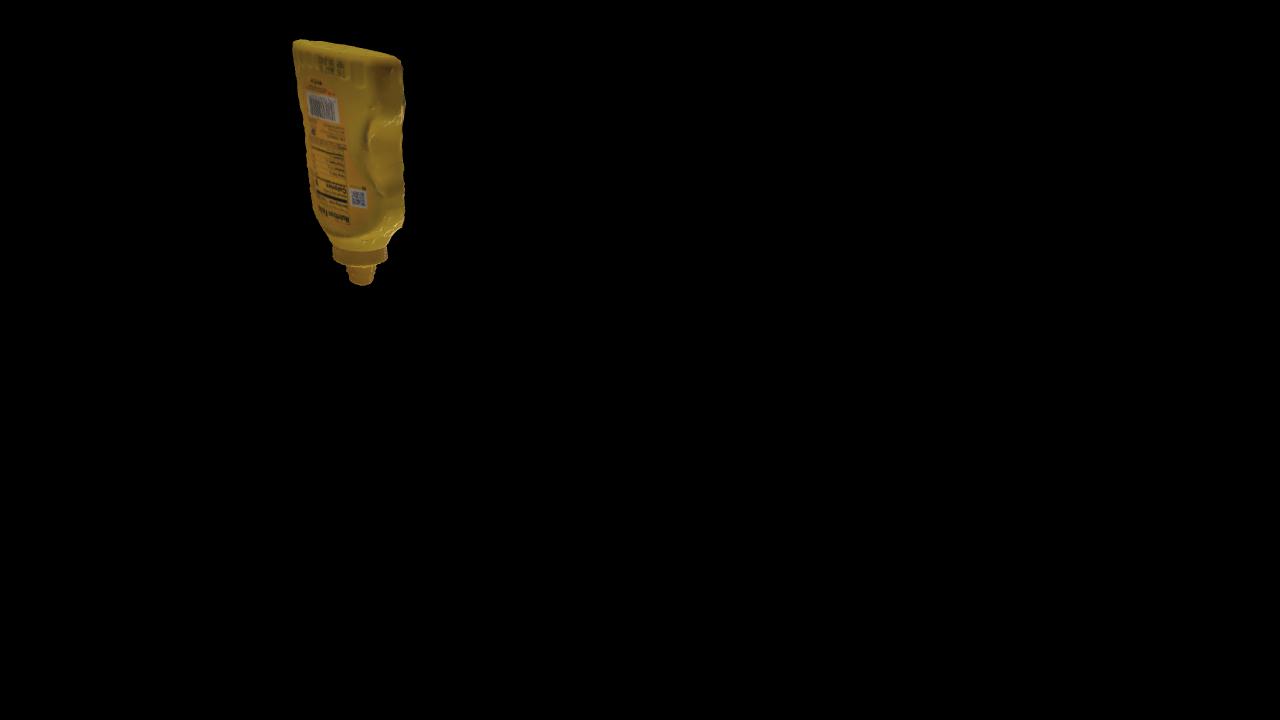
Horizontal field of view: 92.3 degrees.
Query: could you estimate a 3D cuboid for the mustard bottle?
[{"bbox_3d":[-0.227,-0.146,0.488,0.092,0.184,0.054,19,29,17],"label":"mustard bottle"}]
